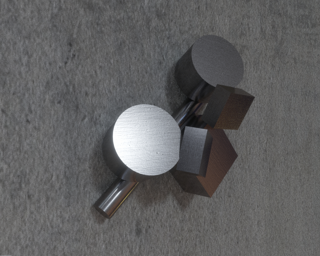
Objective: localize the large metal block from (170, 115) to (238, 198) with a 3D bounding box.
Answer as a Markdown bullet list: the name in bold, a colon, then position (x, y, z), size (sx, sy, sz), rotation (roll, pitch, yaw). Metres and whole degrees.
- **large metal block**: position (0.055, 0.037, 0.436), size (0.080, 0.050, 0.080), rotation (-49, 119, -29)

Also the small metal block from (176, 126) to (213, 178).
- **small metal block**: position (0.042, 0.029, 0.363), size (0.050, 0.025, 0.050), rotation (40, 62, -69)

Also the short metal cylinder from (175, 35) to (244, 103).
- **short metal cylinder**: position (0.068, -0.081, 0.430), size (0.081, 0.050, 0.080), rotation (8, 69, -21)

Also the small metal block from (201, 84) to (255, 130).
- **small metal block**: position (0.088, -0.026, 0.401), size (0.050, 0.025, 0.050), rotation (3, 119, -40)

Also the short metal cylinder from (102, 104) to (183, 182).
- **short metal cylinder**: position (-0.021, 0.019, 0.356), size (0.081, 0.050, 0.080), rotation (8, 69, -21)

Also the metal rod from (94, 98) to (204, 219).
- **metal rod**: position (0.021, -0.003, 0.425), size (0.301, 0.025, 0.025), rotation (-49, 119, -29)
